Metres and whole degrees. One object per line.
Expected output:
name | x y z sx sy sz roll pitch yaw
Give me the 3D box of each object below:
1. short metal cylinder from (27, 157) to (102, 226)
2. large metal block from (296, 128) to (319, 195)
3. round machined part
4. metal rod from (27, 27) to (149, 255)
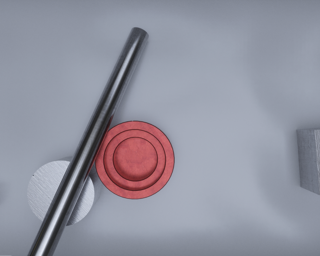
short metal cylinder | -0.119 0.079 0.397 0.081 0.050 0.079 0 90 -1
large metal block | 0.231 0.039 0.402 0.081 0.050 0.079 -4 90 -1
round machined part | -0.031 0.039 0.403 0.099 0.042 0.097 0 90 -1
metal rod | -0.079 0.008 0.371 0.025 0.025 0.299 21 74 0
